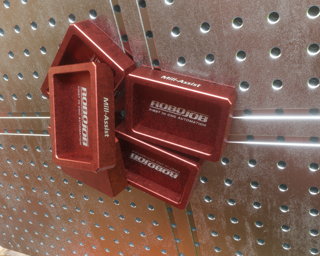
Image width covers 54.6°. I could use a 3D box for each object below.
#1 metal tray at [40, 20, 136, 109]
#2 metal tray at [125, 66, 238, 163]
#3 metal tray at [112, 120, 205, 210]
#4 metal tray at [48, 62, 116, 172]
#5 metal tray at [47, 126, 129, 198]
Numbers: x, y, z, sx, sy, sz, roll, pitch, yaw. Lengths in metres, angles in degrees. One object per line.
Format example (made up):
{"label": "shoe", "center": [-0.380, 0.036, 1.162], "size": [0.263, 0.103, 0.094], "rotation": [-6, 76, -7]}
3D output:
{"label": "metal tray", "center": [-0.101, -0.066, 0.420], "size": [0.090, 0.030, 0.129], "rotation": [43, 129, -1]}
{"label": "metal tray", "center": [0.021, -0.017, 0.385], "size": [0.130, 0.030, 0.089], "rotation": [17, 126, 18]}
{"label": "metal tray", "center": [-0.009, 0.053, 0.445], "size": [0.130, 0.030, 0.089], "rotation": [23, 128, 14]}
{"label": "metal tray", "center": [-0.101, -0.015, 0.397], "size": [0.090, 0.030, 0.129], "rotation": [2, 96, 35]}
{"label": "metal tray", "center": [-0.111, 0.044, 0.472], "size": [0.130, 0.030, 0.089], "rotation": [16, 127, 36]}
